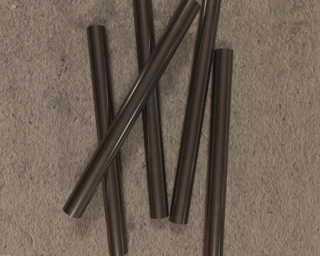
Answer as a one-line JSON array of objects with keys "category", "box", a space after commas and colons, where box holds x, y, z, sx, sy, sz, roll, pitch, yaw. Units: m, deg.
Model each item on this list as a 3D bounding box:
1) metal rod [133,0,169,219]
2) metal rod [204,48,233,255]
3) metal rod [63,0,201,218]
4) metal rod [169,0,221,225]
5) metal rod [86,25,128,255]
[{"category": "metal rod", "box": [-0.013, -0.032, 0.409, 0.025, 0.025, 0.298, -5, 90, -1]}, {"category": "metal rod", "box": [0.077, 0.046, 0.411, 0.025, 0.025, 0.298, 3, 90, -1]}, {"category": "metal rod", "box": [-0.035, -0.025, 0.383, 0.025, 0.025, 0.299, 30, 90, -1]}, {"category": "metal rod", "box": [0.047, -0.024, 0.410, 0.025, 0.025, 0.298, 9, 90, -1]}, {"category": "metal rod", "box": [-0.069, 0.017, 0.409, 0.025, 0.025, 0.298, -6, 90, -1]}]
